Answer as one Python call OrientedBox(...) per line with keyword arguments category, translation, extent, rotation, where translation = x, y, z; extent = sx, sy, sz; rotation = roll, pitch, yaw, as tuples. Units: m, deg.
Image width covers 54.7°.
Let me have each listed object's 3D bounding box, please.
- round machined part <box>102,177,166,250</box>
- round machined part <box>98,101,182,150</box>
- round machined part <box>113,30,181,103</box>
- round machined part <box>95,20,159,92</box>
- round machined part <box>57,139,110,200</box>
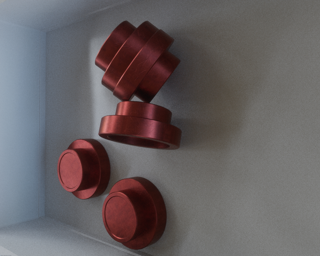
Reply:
OrientedBox(category="round machined part", translation=(-0.042, 0.119, 0.428), extent=(0.098, 0.042, 0.097), rotation=(0, 90, 39))
OrientedBox(category="round machined part", translation=(-0.022, -0.003, 0.378), extent=(0.098, 0.098, 0.042), rotation=(0, 76, 39))
OrientedBox(category="round machined part", translation=(-0.011, -0.067, 0.379), extent=(0.042, 0.098, 0.097), rotation=(37, 118, -5))
OrientedBox(category="round machined part", translation=(-0.045, -0.095, 0.391), extent=(0.042, 0.098, 0.097), rotation=(37, 118, -5))
OrientedBox(category="round machined part", translation=(-0.128, 0.066, 0.499), extent=(0.098, 0.042, 0.097), rotation=(0, 90, 39))
